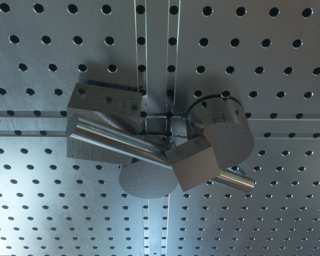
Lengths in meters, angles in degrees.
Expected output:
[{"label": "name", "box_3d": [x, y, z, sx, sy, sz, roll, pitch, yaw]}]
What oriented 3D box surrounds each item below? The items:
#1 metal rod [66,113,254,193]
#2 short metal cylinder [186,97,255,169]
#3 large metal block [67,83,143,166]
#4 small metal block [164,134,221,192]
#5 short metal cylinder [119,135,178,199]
[{"label": "metal rod", "box_3d": [0.025, 0.043, 0.398, 0.302, 0.025, 0.025, 22, 128, -36]}, {"label": "short metal cylinder", "box_3d": [0.075, 0.008, 0.398, 0.081, 0.050, 0.079, 0, 130, 0]}, {"label": "large metal block", "box_3d": [-0.069, -0.003, 0.385, 0.081, 0.050, 0.079, 8, 130, -7]}, {"label": "small metal block", "box_3d": [0.039, 0.042, 0.368, 0.050, 0.025, 0.050, -25, 128, -3]}, {"label": "short metal cylinder", "box_3d": [-0.015, 0.055, 0.437, 0.081, 0.050, 0.079, 0, 130, 0]}]
